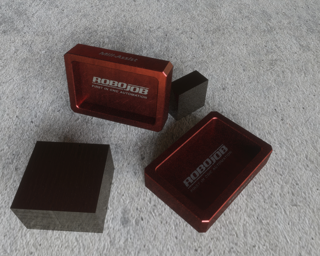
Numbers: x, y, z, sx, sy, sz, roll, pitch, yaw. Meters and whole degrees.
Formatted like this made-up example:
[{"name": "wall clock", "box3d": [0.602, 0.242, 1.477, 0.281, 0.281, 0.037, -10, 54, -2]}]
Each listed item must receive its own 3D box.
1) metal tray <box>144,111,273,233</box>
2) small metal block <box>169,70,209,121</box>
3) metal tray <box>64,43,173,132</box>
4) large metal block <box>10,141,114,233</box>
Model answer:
[{"name": "metal tray", "box3d": [0.057, 0.044, 0.363, 0.090, 0.030, 0.131, 36, 58, 26]}, {"name": "small metal block", "box3d": [0.036, -0.044, 0.425, 0.050, 0.050, 0.025, -30, 56, -23]}, {"name": "metal tray", "box3d": [-0.053, -0.051, 0.400, 0.131, 0.089, 0.030, 13, 39, 10]}, {"name": "large metal block", "box3d": [-0.098, 0.062, 0.333, 0.080, 0.050, 0.080, 3, 50, 2]}]
